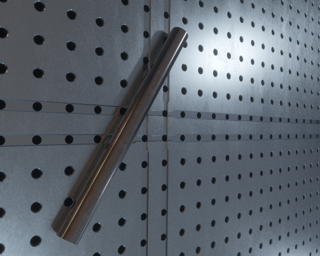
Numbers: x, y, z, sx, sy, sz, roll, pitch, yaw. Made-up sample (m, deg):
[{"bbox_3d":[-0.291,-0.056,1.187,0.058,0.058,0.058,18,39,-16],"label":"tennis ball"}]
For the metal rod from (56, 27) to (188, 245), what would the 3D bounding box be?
[{"bbox_3d":[-0.035,-0.007,0.381,0.025,0.025,0.300,41,65,-33],"label":"metal rod"}]
